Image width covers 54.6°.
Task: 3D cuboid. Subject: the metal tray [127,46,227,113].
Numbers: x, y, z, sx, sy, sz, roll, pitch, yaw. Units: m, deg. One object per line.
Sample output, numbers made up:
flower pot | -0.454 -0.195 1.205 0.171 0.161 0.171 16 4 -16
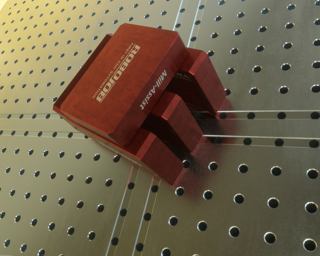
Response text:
metal tray | 0.013 -0.070 0.402 0.130 0.090 0.030 23 75 36

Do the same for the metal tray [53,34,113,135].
metal tray | -0.087 -0.057 0.445 0.030 0.090 0.130 29 76 15

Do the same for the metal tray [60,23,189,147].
metal tray | -0.040 -0.053 0.343 0.090 0.030 0.130 23 74 36

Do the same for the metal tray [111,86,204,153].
metal tray | -0.018 -0.021 0.389 0.130 0.090 0.030 22 73 35

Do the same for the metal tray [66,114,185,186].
metal tray | -0.043 0.017 0.379 0.130 0.090 0.030 23 75 36
